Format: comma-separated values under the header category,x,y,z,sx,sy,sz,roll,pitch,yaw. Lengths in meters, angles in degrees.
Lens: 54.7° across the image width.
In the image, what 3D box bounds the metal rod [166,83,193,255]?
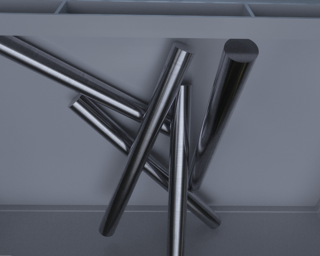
category,x,y,z,sx,sy,sz,roll,pitch,yaw
metal rod,0.023,0.092,0.406,0.025,0.025,0.298,1,105,-1

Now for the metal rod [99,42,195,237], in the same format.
category,x,y,z,sx,sy,sz,roll,pitch,yaw
metal rod,-0.028,0.035,0.396,0.025,0.025,0.298,16,120,-14

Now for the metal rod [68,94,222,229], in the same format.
category,x,y,z,sx,sy,sz,roll,pitch,yaw
metal rod,-0.007,0.060,0.443,0.025,0.025,0.300,-33,118,25

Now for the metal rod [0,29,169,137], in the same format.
category,x,y,z,sx,sy,sz,roll,pitch,yaw
metal rod,-0.105,-0.059,0.357,0.301,0.025,0.025,26,125,-21

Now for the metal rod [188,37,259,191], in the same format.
category,x,y,z,sx,sy,sz,roll,pitch,yaw
metal rod,0.056,0.015,0.354,0.025,0.025,0.299,1,151,-1
